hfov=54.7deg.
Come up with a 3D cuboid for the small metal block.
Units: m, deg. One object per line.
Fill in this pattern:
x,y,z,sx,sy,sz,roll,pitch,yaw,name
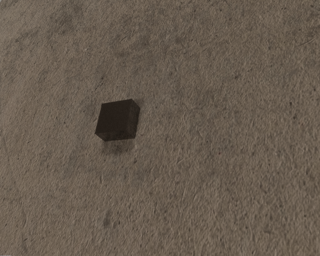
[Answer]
-0.060,-0.011,0.440,0.050,0.025,0.050,-7,59,24,small metal block
